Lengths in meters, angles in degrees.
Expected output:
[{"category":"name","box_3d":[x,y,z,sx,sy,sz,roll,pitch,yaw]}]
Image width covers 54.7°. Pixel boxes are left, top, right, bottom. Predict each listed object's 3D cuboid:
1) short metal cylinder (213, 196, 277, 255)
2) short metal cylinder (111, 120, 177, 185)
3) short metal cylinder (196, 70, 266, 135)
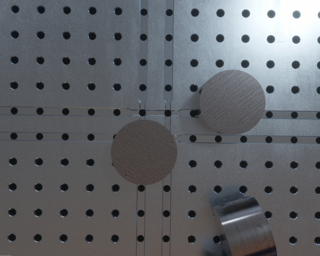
[{"category":"short metal cylinder","box_3d":[0.104,0.131,0.387,0.050,0.080,0.080,-16,90,0]},{"category":"short metal cylinder","box_3d":[-0.019,0.029,0.401,0.081,0.050,0.079,0,90,-1]},{"category":"short metal cylinder","box_3d":[0.088,-0.032,0.402,0.081,0.050,0.079,0,90,-1]}]
